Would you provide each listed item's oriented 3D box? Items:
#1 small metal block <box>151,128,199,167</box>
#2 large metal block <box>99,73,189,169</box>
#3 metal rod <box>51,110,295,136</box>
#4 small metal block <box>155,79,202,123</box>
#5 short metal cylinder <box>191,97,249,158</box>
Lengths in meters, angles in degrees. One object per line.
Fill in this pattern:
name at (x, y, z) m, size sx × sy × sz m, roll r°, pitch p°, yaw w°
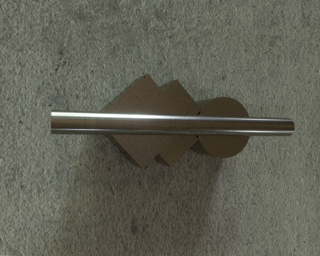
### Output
small metal block at (0.015, 0.022, 0.404) m, size 0.050 × 0.050 × 0.025 m, roll -44°, pitch 104°, yaw -15°
large metal block at (-0.026, -0.008, 0.386) m, size 0.080 × 0.050 × 0.080 m, roll -44°, pitch 104°, yaw -15°
metal rod at (0.031, -0.004, 0.367) m, size 0.302 × 0.025 × 0.025 m, roll 1°, pitch 90°, yaw -20°
small metal block at (0.019, -0.033, 0.405) m, size 0.025 × 0.050 × 0.050 m, roll -44°, pitch 105°, yaw -14°
short metal cylinder at (0.075, -0.001, 0.424) m, size 0.081 × 0.050 × 0.080 m, roll 0°, pitch 90°, yaw -20°
